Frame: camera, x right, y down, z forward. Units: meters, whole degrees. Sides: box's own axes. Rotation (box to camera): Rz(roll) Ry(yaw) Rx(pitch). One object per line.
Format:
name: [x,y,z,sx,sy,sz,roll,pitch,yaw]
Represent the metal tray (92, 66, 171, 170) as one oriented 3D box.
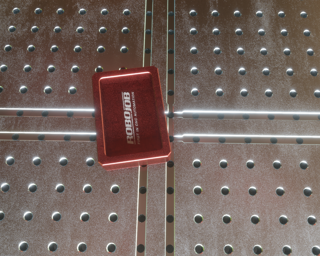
metal tray: [-0.039,-0.015,0.414,0.091,0.030,0.130,-8,70,-3]
